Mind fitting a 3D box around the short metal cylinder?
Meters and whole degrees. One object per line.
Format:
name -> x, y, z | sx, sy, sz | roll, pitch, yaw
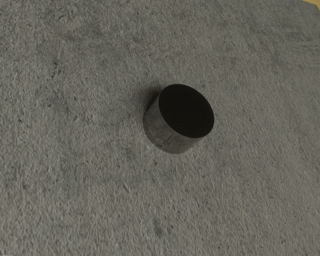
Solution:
short metal cylinder -> 0.024, -0.011, 0.411 | 0.081, 0.050, 0.080 | 14, 56, -21
